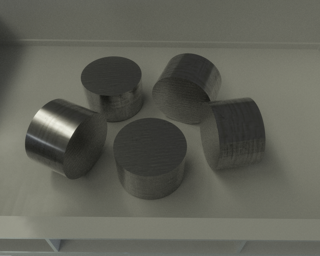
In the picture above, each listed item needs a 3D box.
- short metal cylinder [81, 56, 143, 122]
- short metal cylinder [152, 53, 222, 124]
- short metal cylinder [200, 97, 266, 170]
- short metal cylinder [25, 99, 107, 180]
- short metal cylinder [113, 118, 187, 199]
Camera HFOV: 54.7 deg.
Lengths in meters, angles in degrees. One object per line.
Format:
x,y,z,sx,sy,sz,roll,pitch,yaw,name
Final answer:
-0.065,-0.055,0.432,0.081,0.050,0.080,0,50,0,short metal cylinder
0.036,-0.052,0.413,0.080,0.080,0.050,17,52,13,short metal cylinder
0.082,0.006,0.363,0.050,0.080,0.080,-7,51,-6,short metal cylinder
-0.104,0.012,0.355,0.050,0.080,0.080,21,53,17,short metal cylinder
-0.011,0.034,0.357,0.081,0.050,0.080,0,50,0,short metal cylinder
